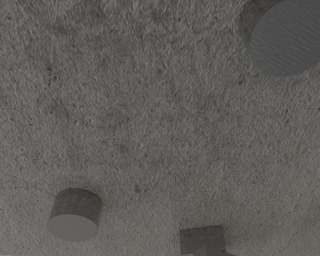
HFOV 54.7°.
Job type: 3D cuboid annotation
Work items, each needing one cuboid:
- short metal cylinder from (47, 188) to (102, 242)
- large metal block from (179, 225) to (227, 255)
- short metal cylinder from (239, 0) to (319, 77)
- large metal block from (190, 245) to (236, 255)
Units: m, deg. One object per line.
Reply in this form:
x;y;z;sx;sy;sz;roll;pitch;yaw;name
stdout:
-0.139;0.145;0.513;0.081;0.050;0.079;0;130;0;short metal cylinder
0.085;0.233;0.590;0.080;0.050;0.080;-10;130;8;large metal block
0.124;-0.098;0.308;0.081;0.050;0.079;0;130;0;short metal cylinder
0.098;0.258;0.527;0.080;0.080;0.050;25;125;-20;large metal block
